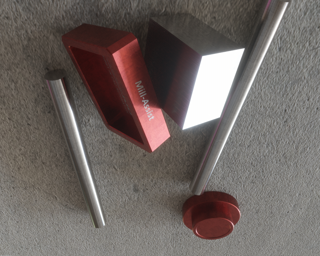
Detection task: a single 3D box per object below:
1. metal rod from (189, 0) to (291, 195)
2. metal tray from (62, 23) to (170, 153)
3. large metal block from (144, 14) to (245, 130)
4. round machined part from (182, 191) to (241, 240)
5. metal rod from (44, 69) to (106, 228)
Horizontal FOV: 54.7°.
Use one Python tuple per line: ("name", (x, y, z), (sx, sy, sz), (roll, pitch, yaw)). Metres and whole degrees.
("metal rod", (0.087, -0.015, 0.395), (0.025, 0.025, 0.298), (8, 130, -7))
("metal tray", (-0.045, -0.041, 0.331), (0.030, 0.090, 0.129), (-41, 134, -24))
("large metal block", (0.027, -0.059, 0.312), (0.050, 0.080, 0.079), (-18, 138, -31))
("round machined part", (0.088, 0.155, 0.530), (0.099, 0.042, 0.097), (-1, 130, 0))
("metal rod", (-0.113, 0.053, 0.450), (0.025, 0.025, 0.298), (-2, 130, 1))
